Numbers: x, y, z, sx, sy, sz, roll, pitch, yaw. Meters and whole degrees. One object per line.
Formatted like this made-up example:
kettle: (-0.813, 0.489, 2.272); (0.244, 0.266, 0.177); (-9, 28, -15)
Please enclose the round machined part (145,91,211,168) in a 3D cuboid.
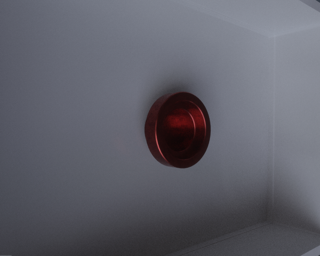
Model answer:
round machined part: (0.019, 0.002, 0.409); (0.099, 0.042, 0.097); (0, 90, -40)
